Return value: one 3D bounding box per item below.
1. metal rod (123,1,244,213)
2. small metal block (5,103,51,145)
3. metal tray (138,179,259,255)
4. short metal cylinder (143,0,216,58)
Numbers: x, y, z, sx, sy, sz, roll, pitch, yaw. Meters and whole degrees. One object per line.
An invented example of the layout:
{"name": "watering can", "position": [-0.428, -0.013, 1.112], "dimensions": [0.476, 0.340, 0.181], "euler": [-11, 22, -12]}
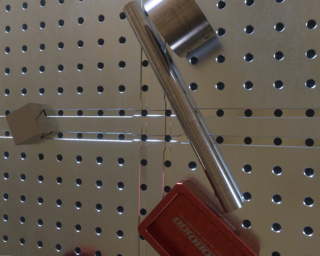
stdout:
{"name": "metal rod", "position": [0.026, -0.034, 0.402], "dimensions": [0.025, 0.025, 0.299], "euler": [-29, 81, 17]}
{"name": "small metal block", "position": [-0.206, -0.006, 0.483], "dimensions": [0.050, 0.025, 0.050], "euler": [-24, 82, 18]}
{"name": "metal tray", "position": [0.047, 0.141, 0.392], "dimensions": [0.130, 0.030, 0.090], "euler": [43, 103, 14]}
{"name": "short metal cylinder", "position": [0.025, -0.132, 0.374], "dimensions": [0.050, 0.080, 0.080], "euler": [-33, 80, 17]}
